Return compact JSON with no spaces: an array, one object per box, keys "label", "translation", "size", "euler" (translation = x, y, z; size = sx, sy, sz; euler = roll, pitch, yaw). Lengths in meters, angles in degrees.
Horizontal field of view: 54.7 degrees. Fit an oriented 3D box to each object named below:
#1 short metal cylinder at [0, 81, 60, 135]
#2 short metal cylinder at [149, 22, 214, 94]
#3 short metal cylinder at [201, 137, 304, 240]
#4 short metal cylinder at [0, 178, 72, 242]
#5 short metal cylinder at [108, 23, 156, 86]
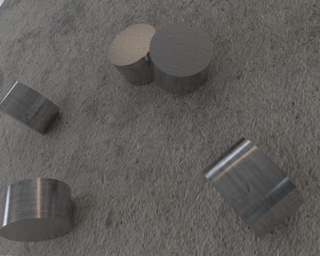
[{"label":"short metal cylinder","translation":[-0.211,-0.031,0.499],"size":[0.080,0.080,0.050],"euler":[20,73,35]},{"label":"short metal cylinder","translation":[0.027,-0.091,0.410],"size":[0.080,0.050,0.080],"euler":[0,71,1]},{"label":"short metal cylinder","translation":[0.084,0.055,0.290],"size":[0.050,0.080,0.080],"euler":[-41,51,1]},{"label":"short metal cylinder","translation":[-0.152,0.103,0.385],"size":[0.080,0.080,0.050],"euler":[-23,53,14]},{"label":"short metal cylinder","translation":[-0.031,-0.111,0.473],"size":[0.080,0.050,0.080],"euler":[-13,56,21]}]
